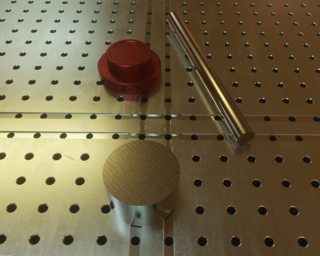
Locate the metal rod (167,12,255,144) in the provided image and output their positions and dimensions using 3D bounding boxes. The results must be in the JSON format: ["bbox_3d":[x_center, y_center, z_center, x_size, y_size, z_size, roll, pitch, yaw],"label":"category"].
[{"bbox_3d":[0.068,-0.097,0.489,0.025,0.025,0.300,-13,51,-11],"label":"metal rod"}]

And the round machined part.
[{"bbox_3d":[-0.047,-0.101,0.481,0.099,0.042,0.098,0,50,0],"label":"round machined part"}]

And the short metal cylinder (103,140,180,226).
[{"bbox_3d":[-0.019,0.060,0.341,0.081,0.050,0.080,0,50,0],"label":"short metal cylinder"}]
